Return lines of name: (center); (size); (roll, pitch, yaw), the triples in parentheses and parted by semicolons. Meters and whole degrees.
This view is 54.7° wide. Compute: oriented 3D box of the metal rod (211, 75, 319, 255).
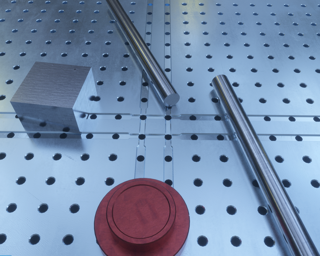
metal rod: (0.120, 0.041, 0.374); (0.025, 0.025, 0.300); (-9, 51, -8)

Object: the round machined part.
round machined part: (-0.018, 0.093, 0.318); (0.099, 0.042, 0.098); (0, 50, 0)

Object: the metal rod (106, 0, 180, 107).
metal rod: (-0.040, -0.146, 0.529); (0.025, 0.025, 0.300); (-17, 52, -14)

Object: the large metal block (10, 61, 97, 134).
large metal block: (-0.141, -0.043, 0.426); (0.080, 0.050, 0.080); (7, 50, 5)
